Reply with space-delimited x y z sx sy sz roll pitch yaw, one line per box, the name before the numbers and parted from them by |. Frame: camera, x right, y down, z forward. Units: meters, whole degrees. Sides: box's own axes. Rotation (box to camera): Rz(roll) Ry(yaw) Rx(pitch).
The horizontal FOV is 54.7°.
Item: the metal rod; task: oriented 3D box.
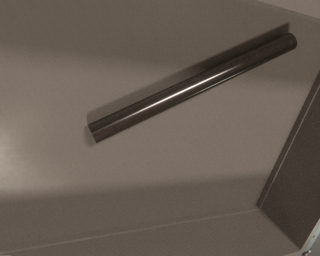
metal rod | 0.051 -0.057 0.402 0.302 0.025 0.025 -26 128 -13
